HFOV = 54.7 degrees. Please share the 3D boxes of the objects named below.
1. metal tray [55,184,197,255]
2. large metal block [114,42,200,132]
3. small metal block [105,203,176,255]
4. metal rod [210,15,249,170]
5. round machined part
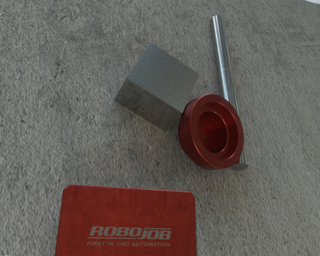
[{"bbox_3d":[-0.031,0.106,0.299,0.131,0.030,0.090,7,68,-16],"label":"metal tray"},{"bbox_3d":[-0.003,-0.056,0.420,0.080,0.050,0.080,32,52,-8],"label":"large metal block"},{"bbox_3d":[-0.020,0.113,0.321,0.050,0.025,0.050,-27,76,-42],"label":"small metal block"},{"bbox_3d":[0.108,-0.074,0.506,0.025,0.025,0.299,13,56,-21],"label":"metal rod"},{"bbox_3d":[0.063,0.007,0.410,0.099,0.042,0.098,11,71,-35],"label":"round machined part"}]
